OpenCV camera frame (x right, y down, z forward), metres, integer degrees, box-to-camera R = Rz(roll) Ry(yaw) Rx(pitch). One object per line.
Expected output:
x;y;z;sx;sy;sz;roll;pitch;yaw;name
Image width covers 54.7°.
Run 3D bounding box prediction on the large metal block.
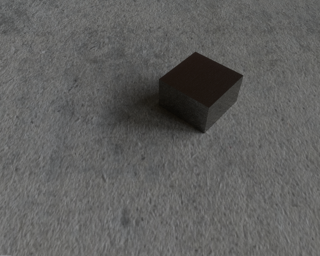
0.055;-0.052;0.431;0.080;0.050;0.080;34;57;24;large metal block
